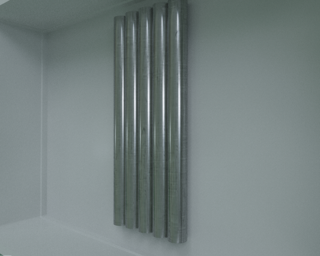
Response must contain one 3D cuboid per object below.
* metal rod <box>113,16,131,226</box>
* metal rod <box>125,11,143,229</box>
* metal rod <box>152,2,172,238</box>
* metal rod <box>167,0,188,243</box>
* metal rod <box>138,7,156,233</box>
[{"bbox_3d":[-0.055,-0.010,0.451,0.025,0.025,0.298,0,90,40],"label":"metal rod"},{"bbox_3d":[-0.037,-0.011,0.436,0.025,0.025,0.298,0,90,40],"label":"metal rod"},{"bbox_3d":[0.003,-0.010,0.403,0.025,0.025,0.298,0,90,40],"label":"metal rod"},{"bbox_3d":[0.022,-0.009,0.387,0.025,0.025,0.298,0,90,40],"label":"metal rod"},{"bbox_3d":[-0.017,-0.011,0.419,0.025,0.025,0.298,0,90,40],"label":"metal rod"}]
